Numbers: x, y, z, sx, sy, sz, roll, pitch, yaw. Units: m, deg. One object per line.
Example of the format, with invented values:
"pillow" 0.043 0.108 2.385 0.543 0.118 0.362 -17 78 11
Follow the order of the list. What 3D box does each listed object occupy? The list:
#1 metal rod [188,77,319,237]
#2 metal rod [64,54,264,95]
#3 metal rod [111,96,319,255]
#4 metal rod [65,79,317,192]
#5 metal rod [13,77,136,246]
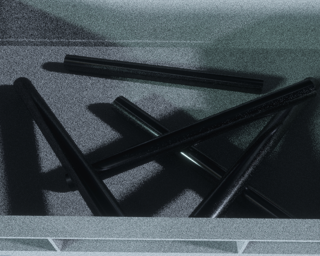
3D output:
"metal rod" 0.130 0.013 0.372 0.025 0.025 0.302 32 50 24
"metal rod" 0.001 -0.083 0.474 0.302 0.025 0.025 8 51 6
"metal rod" 0.052 0.044 0.368 0.300 0.025 0.025 35 58 26
"metal rod" 0.038 0.007 0.361 0.302 0.025 0.025 -21 52 -3
"metal rod" -0.118 0.015 0.364 0.025 0.025 0.300 -29 47 -22
